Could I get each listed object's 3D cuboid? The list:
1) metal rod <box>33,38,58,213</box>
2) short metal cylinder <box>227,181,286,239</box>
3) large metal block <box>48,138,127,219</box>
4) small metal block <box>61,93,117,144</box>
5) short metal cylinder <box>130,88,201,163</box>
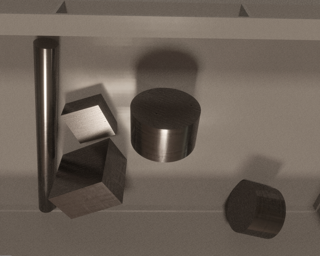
[{"bbox_3d":[-0.155,0.020,0.423,0.025,0.025,0.298,10,130,-9],"label":"metal rod"},{"bbox_3d":[0.149,0.127,0.484,0.050,0.080,0.079,17,128,-14],"label":"short metal cylinder"},{"bbox_3d":[-0.096,0.069,0.431,0.080,0.080,0.050,-20,128,15],"label":"large metal block"},{"bbox_3d":[-0.090,-0.011,0.398,0.050,0.025,0.050,-15,129,11],"label":"small metal block"},{"bbox_3d":[0.005,-0.005,0.369,0.081,0.080,0.050,2,130,-2],"label":"short metal cylinder"}]
